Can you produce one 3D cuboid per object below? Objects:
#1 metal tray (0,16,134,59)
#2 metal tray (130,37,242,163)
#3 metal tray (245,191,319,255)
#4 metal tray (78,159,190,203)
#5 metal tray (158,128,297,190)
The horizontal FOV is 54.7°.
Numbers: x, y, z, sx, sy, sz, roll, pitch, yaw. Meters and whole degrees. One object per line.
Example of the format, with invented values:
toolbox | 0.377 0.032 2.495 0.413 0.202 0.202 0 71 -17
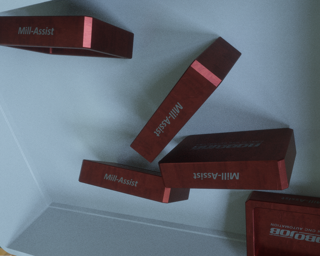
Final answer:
metal tray | -0.108 -0.102 0.355 0.130 0.090 0.030 9 98 23
metal tray | 0.026 -0.029 0.333 0.030 0.090 0.129 40 129 1
metal tray | 0.174 0.130 0.377 0.130 0.030 0.089 1 101 27
metal tray | -0.032 0.072 0.426 0.130 0.090 0.030 8 84 23
metal tray | 0.076 0.033 0.343 0.130 0.090 0.030 -5 106 30
